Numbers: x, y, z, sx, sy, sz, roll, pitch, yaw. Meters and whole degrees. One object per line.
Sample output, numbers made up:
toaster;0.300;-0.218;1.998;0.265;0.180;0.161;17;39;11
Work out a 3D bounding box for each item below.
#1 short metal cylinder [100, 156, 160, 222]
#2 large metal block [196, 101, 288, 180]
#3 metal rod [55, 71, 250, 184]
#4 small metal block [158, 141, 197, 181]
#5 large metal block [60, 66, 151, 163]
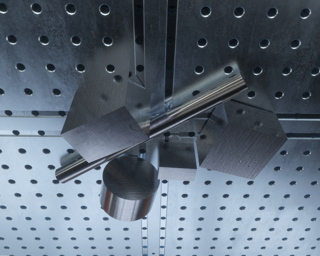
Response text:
short metal cylinder;-0.045;0.086;0.448;0.081;0.080;0.050;9;130;-8
large metal block;0.103;0.016;0.407;0.081;0.050;0.079;15;129;-13
metal rod;-0.025;0.008;0.418;0.300;0.025;0.025;-27;125;21
small metal block;0.023;0.046;0.435;0.050;0.050;0.025;4;130;-4
large metal block;-0.059;-0.016;0.362;0.080;0.080;0.050;-22;127;17
